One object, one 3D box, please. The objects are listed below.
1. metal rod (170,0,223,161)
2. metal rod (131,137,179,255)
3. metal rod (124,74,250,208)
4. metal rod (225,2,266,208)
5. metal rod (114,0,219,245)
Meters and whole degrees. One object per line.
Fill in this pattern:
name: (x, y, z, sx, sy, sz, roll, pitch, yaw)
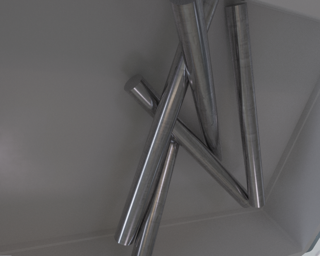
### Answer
metal rod: (0.053, -0.028, 0.359, 0.025, 0.025, 0.299, -34, 148, -6)
metal rod: (-0.020, 0.147, 0.387, 0.025, 0.025, 0.299, 27, 71, -37)
metal rod: (0.057, 0.036, 0.429, 0.025, 0.025, 0.300, -44, 125, 2)
metal rod: (0.122, -0.014, 0.429, 0.025, 0.025, 0.298, -21, 115, -16)
metal rod: (0.001, 0.003, 0.353, 0.025, 0.025, 0.298, 10, 107, -33)
